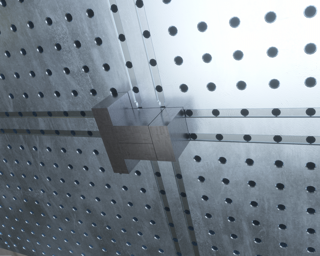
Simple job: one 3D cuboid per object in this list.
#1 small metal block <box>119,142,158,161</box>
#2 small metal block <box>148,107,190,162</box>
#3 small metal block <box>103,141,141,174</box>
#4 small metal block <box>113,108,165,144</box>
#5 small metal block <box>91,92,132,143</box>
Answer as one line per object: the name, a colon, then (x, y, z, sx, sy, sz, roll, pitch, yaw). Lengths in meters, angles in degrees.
small metal block: (-0.018, 0.018, 0.413, 0.050, 0.050, 0.025, 0, 118, 28)
small metal block: (0.013, 0.007, 0.390, 0.025, 0.050, 0.050, 0, 118, 28)
small metal block: (-0.048, 0.029, 0.436, 0.025, 0.050, 0.050, 0, 118, 28)
small metal block: (-0.023, -0.004, 0.403, 0.050, 0.050, 0.025, 0, 118, 28)
small metal block: (-0.060, -0.015, 0.415, 0.025, 0.050, 0.050, 0, 118, 28)
